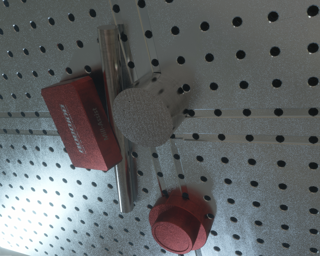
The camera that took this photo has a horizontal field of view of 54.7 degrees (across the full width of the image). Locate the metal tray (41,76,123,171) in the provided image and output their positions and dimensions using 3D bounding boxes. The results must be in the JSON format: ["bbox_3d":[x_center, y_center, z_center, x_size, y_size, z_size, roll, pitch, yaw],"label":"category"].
[{"bbox_3d":[-0.113,-0.004,0.446,0.090,0.030,0.129,-2,114,43],"label":"metal tray"}]

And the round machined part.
[{"bbox_3d":[0.026,0.157,0.484,0.098,0.042,0.097,13,124,21],"label":"round machined part"}]

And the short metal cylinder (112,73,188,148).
[{"bbox_3d":[-0.011,-0.022,0.387,0.080,0.050,0.079,13,124,21],"label":"short metal cylinder"}]

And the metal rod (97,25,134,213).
[{"bbox_3d":[-0.060,0.007,0.446,0.025,0.025,0.298,12,124,21],"label":"metal rod"}]
